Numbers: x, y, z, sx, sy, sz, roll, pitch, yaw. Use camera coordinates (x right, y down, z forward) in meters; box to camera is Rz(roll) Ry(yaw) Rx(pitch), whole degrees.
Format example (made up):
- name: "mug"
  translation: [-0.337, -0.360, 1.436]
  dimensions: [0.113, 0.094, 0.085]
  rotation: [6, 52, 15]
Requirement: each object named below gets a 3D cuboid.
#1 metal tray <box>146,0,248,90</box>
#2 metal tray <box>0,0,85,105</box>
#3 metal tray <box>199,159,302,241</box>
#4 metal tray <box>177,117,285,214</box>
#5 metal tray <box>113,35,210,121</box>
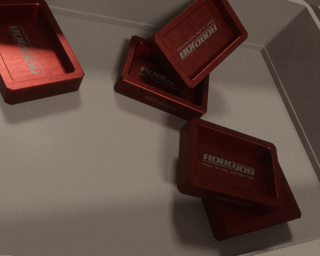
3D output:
- name: "metal tray"
  translation: [0.056, -0.128, 0.445]
  dimensions: [0.130, 0.030, 0.090]
  rotation: [-44, 108, -15]
- name: "metal tray"
  translation: [-0.161, -0.097, 0.375]
  dimensions: [0.091, 0.030, 0.130]
  rotation: [-20, 72, -36]
- name: "metal tray"
  translation: [0.119, 0.090, 0.414]
  dimensions: [0.131, 0.030, 0.090]
  rotation: [-2, 63, -30]
- name: "metal tray"
  translation: [0.088, 0.047, 0.383]
  dimensions: [0.131, 0.030, 0.090]
  rotation: [18, 55, -18]
- name: "metal tray"
  translation: [0.007, -0.071, 0.450]
  dimensions: [0.131, 0.030, 0.090]
  rotation: [21, 54, -16]
